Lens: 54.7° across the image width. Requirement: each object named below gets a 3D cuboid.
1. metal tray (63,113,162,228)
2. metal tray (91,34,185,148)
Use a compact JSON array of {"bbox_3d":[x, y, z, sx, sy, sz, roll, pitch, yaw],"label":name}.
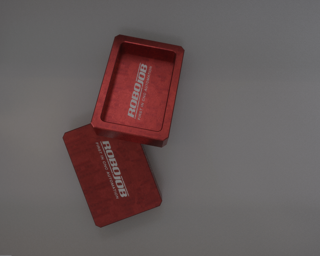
[{"bbox_3d":[-0.061,0.053,0.408,0.090,0.030,0.129,-20,90,0],"label":"metal tray"},{"bbox_3d":[-0.025,-0.048,0.386,0.091,0.030,0.130,11,70,0],"label":"metal tray"}]
